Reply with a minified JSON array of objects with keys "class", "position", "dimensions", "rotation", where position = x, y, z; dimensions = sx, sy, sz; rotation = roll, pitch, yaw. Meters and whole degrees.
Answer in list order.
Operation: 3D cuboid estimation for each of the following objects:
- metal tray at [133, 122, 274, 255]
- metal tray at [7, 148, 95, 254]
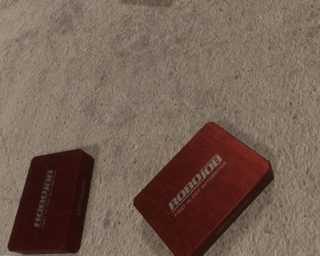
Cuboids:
[{"class":"metal tray","position":[0.045,0.066,0.336],"dimensions":[0.130,0.030,0.090],"rotation":[-46,51,-4]},{"class":"metal tray","position":[-0.142,0.097,0.414],"dimensions":[0.090,0.030,0.130],"rotation":[-10,57,22]}]
